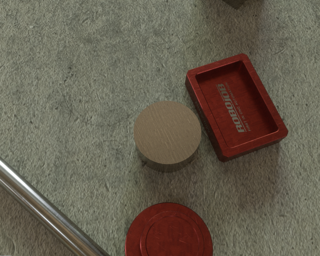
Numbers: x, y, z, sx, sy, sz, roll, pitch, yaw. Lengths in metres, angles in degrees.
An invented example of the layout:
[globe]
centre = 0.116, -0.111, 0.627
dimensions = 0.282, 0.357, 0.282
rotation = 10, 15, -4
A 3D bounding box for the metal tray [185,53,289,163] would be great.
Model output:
[metal tray]
centre = 0.099, -0.029, 0.417
dimensions = 0.091, 0.030, 0.130
rotation = -19, 71, -7

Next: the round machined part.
[round machined part]
centre = 0.011, 0.130, 0.342
dimensions = 0.099, 0.042, 0.098
rotation = 4, 61, -6

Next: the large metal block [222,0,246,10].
[large metal block]
centre = 0.118, -0.248, 0.487
dimensions = 0.080, 0.050, 0.080
rotation = 39, 74, 12

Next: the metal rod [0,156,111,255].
[metal rod]
centre = -0.107, 0.123, 0.361
dimensions = 0.300, 0.025, 0.025
rotation = 37, 74, 12

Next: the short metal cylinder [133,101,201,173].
[short metal cylinder]
centre = 0.009, 0.012, 0.391
dimensions = 0.081, 0.050, 0.080
rotation = 0, 70, 0
